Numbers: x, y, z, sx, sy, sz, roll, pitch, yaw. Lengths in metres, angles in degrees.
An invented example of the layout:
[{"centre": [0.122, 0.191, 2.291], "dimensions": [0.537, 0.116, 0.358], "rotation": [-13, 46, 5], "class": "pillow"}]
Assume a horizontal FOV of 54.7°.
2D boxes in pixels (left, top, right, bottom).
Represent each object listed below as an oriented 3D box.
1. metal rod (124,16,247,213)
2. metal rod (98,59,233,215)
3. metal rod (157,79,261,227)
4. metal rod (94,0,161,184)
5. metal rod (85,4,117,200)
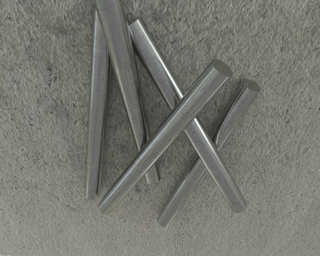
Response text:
[{"centre": [0.043, 0.003, 0.384], "dimensions": [0.025, 0.025, 0.299], "rotation": [-23, 119, 18], "class": "metal rod"}, {"centre": [-0.013, 0.033, 0.390], "dimensions": [0.025, 0.025, 0.298], "rotation": [23, 131, -19], "class": "metal rod"}, {"centre": [0.057, 0.056, 0.455], "dimensions": [0.025, 0.025, 0.298], "rotation": [15, 129, -13], "class": "metal rod"}, {"centre": [-0.030, -0.028, 0.364], "dimensions": [0.025, 0.025, 0.298], "rotation": [-6, 136, 5], "class": "metal rod"}, {"centre": [-0.080, -0.007, 0.400], "dimensions": [0.025, 0.025, 0.298], "rotation": [8, 130, -7], "class": "metal rod"}]
